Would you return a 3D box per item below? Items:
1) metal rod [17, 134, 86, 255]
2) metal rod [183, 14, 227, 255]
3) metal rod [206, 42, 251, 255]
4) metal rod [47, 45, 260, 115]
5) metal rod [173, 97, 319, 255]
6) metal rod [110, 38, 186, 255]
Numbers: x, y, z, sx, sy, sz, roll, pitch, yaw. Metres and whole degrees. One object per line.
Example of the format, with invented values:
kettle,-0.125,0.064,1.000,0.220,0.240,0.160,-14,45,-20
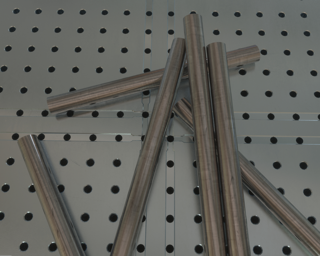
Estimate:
metal rod,-0.104,0.140,0.360,0.025,0.025,0.299,-26,72,-9
metal rod,0.054,0.003,0.382,0.025,0.025,0.299,-4,81,-2
metal rod,0.083,0.041,0.372,0.025,0.025,0.299,-4,79,-1
metal rod,-0.005,-0.069,0.437,0.302,0.025,0.025,-15,71,-6
metal rod,0.125,0.073,0.385,0.025,0.025,0.300,-40,75,-13
metal rod,-0.010,0.024,0.387,0.025,0.025,0.299,15,76,5
